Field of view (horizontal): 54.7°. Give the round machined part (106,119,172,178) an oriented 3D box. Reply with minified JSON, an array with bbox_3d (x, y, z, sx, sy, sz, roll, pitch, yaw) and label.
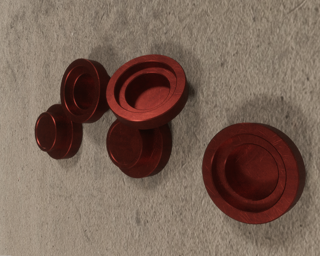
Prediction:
[{"bbox_3d":[-0.035,0.020,0.421,0.098,0.042,0.097,0,90,39],"label":"round machined part"}]

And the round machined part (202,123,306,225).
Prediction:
[{"bbox_3d":[0.096,0.043,0.314,0.098,0.042,0.097,0,90,39],"label":"round machined part"}]

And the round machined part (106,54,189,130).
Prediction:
[{"bbox_3d":[-0.013,-0.040,0.382,0.098,0.042,0.098,-7,59,12],"label":"round machined part"}]

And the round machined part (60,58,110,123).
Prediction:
[{"bbox_3d":[-0.109,-0.056,0.481,0.098,0.042,0.097,0,90,39],"label":"round machined part"}]

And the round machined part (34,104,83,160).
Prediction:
[{"bbox_3d":[-0.182,0.006,0.541,0.098,0.042,0.097,0,90,39],"label":"round machined part"}]
